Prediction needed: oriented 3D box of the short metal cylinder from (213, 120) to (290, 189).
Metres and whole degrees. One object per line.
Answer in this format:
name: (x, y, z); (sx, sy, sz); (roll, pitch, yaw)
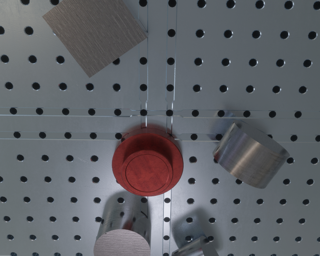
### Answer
short metal cylinder: (0.115, 0.032, 0.397); (0.080, 0.080, 0.050); (27, 108, -10)

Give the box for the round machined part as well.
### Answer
round machined part: (-0.017, 0.053, 0.424); (0.099, 0.042, 0.097); (0, 110, 0)

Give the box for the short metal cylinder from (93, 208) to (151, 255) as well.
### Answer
short metal cylinder: (-0.054, 0.167, 0.461); (0.081, 0.050, 0.079); (0, 110, 0)

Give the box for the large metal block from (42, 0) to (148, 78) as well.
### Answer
large metal block: (-0.069, -0.117, 0.356); (0.080, 0.050, 0.080); (-32, 107, 11)

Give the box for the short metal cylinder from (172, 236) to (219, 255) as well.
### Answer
short metal cylinder: (0.060, 0.210, 0.462); (0.050, 0.080, 0.080); (-33, 107, 11)
